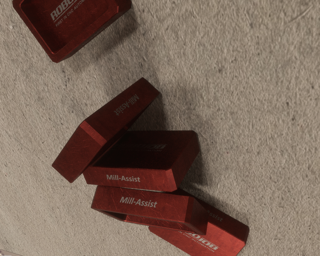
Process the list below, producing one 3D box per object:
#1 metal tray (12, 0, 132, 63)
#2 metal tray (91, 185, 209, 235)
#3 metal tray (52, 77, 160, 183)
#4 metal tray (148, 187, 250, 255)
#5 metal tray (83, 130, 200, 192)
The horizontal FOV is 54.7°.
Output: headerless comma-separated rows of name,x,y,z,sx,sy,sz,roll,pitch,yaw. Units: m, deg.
metal tray,-0.108,-0.147,0.367,0.130,0.030,0.090,-24,106,36
metal tray,-0.011,0.107,0.402,0.130,0.030,0.090,2,154,23
metal tray,-0.060,-0.001,0.368,0.030,0.131,0.090,43,129,-1
metal tray,0.055,0.152,0.468,0.130,0.030,0.089,28,128,10
metal tray,-0.025,0.038,0.399,0.130,0.090,0.030,-1,118,28
